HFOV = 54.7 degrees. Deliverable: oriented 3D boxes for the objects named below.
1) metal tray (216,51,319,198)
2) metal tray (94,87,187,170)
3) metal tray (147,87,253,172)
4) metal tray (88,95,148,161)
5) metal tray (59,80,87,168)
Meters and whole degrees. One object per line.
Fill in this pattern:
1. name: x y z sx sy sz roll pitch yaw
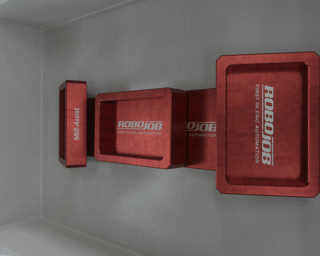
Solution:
1. metal tray: 0.099 -0.003 0.294 0.090 0.030 0.129 0 90 11
2. metal tray: -0.029 0.000 0.386 0.130 0.030 0.089 1 90 40
3. metal tray: 0.042 0.001 0.367 0.130 0.030 0.089 0 90 40
4. metal tray: -0.057 -0.001 0.450 0.130 0.030 0.089 0 90 40
5. metal tray: -0.141 -0.006 0.495 0.090 0.030 0.129 -179 89 -65
